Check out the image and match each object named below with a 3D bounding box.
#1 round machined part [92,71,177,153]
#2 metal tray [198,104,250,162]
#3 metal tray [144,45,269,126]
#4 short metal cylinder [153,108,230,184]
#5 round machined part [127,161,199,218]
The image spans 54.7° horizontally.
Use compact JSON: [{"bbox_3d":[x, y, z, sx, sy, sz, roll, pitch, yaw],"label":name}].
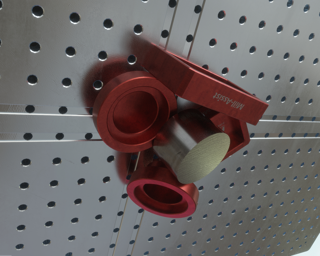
[{"bbox_3d":[-0.032,-0.022,0.370,0.099,0.042,0.097,-14,125,-21],"label":"round machined part"},{"bbox_3d":[0.066,0.018,0.456,0.131,0.030,0.090,-32,129,-8],"label":"metal tray"},{"bbox_3d":[0.056,-0.050,0.370,0.131,0.090,0.030,16,110,-35],"label":"metal tray"},{"bbox_3d":[0.039,0.023,0.384,0.081,0.050,0.080,-26,141,-23],"label":"short metal cylinder"},{"bbox_3d":[0.007,0.083,0.434,0.098,0.042,0.097,12,139,11],"label":"round machined part"}]
